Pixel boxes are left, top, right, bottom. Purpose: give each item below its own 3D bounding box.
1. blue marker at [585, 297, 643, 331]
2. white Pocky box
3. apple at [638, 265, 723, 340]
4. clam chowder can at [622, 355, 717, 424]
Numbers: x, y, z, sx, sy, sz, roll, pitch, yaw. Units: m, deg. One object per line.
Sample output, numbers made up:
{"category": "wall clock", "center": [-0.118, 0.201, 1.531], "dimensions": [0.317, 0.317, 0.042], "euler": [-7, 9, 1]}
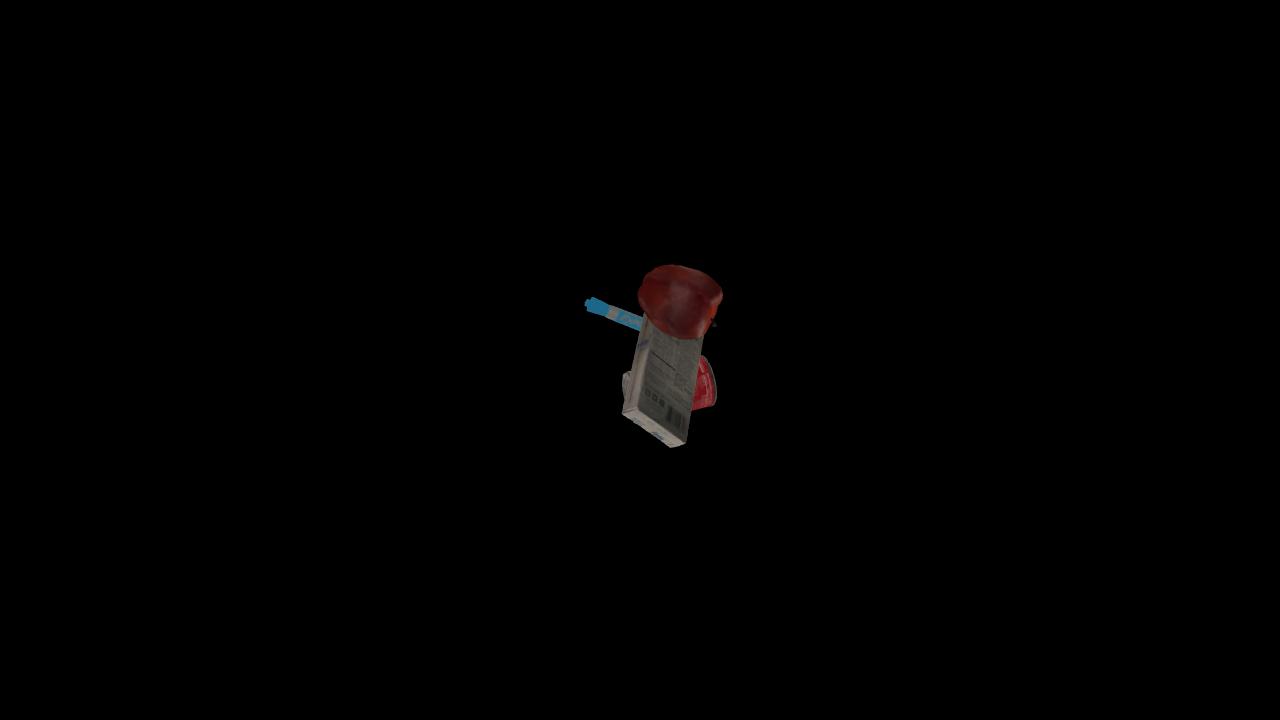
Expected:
{"category": "blue marker", "center": [-0.014, -0.051, 0.766], "dimensions": [0.121, 0.020, 0.020], "euler": [20, -9, -24]}
{"category": "white Pocky box", "center": [0.029, 0.012, 0.688], "dimensions": [0.028, 0.154, 0.084], "euler": [-23, -48, 39]}
{"category": "apple", "center": [0.044, -0.062, 0.670], "dimensions": [0.093, 0.079, 0.079], "euler": [30, 6, 11]}
{"category": "clam chowder can", "center": [0.035, 0.037, 0.764], "dimensions": [0.102, 0.068, 0.068], "euler": [-13, 4, -16]}
